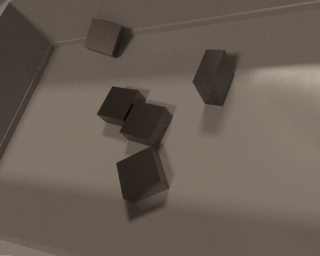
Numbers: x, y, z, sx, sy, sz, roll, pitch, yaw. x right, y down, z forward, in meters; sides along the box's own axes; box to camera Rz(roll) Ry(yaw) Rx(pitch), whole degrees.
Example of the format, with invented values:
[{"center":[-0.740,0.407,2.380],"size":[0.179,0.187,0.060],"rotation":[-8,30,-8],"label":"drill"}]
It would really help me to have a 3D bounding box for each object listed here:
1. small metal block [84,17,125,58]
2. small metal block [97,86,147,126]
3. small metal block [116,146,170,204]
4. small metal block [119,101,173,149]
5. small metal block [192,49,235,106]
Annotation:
[{"center":[-0.094,-0.151,0.522],"size":[0.050,0.025,0.050],"rotation":[19,94,6],"label":"small metal block"},{"center":[-0.056,-0.031,0.452],"size":[0.050,0.025,0.050],"rotation":[13,68,33],"label":"small metal block"},{"center":[-0.022,0.058,0.380],"size":[0.050,0.025,0.050],"rotation":[-26,53,11],"label":"small metal block"},{"center":[-0.018,-0.005,0.417],"size":[0.050,0.025,0.050],"rotation":[14,69,33],"label":"small metal block"},{"center":[0.069,-0.063,0.391],"size":[0.025,0.050,0.050],"rotation":[11,67,32],"label":"small metal block"}]
